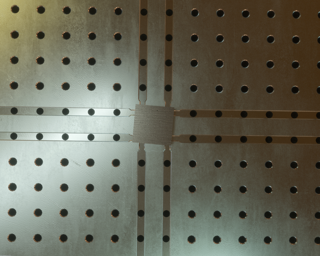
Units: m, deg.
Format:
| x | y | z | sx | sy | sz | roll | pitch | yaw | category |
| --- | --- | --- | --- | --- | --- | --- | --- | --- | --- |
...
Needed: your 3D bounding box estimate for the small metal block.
| x | y | z | sx | sy | sz | roll | pitch | yaw | category |
| --- | --- | --- | --- | --- | --- | --- | --- | --- | --- |
| -0.009 | -0.004 | 0.413 | 0.050 | 0.025 | 0.050 | 5 | 90 | -1 | small metal block |
